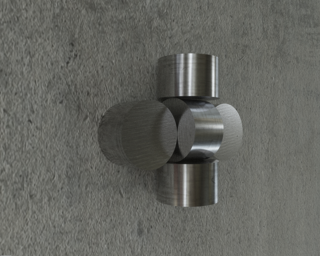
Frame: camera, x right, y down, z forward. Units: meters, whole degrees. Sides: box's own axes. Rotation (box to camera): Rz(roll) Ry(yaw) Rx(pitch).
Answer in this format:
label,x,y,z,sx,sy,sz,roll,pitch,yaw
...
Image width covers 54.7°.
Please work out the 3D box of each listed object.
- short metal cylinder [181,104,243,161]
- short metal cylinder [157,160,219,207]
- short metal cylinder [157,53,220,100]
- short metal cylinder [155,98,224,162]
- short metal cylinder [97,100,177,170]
label,x,y,z,sx,sy,sz,roll,pitch,yaw
short metal cylinder,0.075,0.005,0.452,0.081,0.050,0.080,-1,91,-40
short metal cylinder,0.036,0.067,0.401,0.081,0.080,0.050,0,90,-40
short metal cylinder,0.037,-0.063,0.402,0.081,0.080,0.050,0,90,-40
short metal cylinder,0.034,0.003,0.399,0.050,0.080,0.080,1,90,-40
short metal cylinder,-0.026,0.008,0.368,0.081,0.050,0.080,0,90,-41
